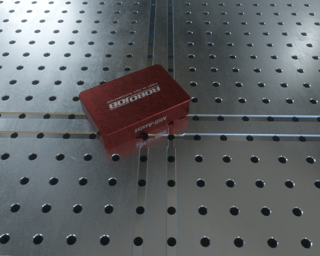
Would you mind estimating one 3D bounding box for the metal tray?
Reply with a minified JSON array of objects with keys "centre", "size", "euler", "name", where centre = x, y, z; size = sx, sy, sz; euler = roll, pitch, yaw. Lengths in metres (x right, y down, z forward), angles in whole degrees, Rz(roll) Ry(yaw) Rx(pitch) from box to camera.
[{"centre":[-0.035,-0.034,0.433],"size":[0.131,0.030,0.090],"euler":[-24,54,-19],"name":"metal tray"}]
